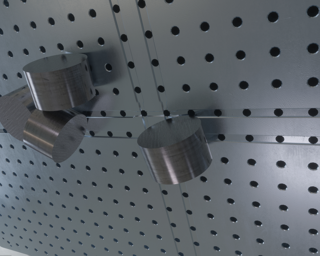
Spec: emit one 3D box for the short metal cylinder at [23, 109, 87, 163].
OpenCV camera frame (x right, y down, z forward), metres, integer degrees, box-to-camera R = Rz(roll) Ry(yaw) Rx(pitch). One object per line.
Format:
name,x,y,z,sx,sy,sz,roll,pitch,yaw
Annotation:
short metal cylinder,-0.153,0.005,0.459,0.050,0.080,0.079,27,128,11

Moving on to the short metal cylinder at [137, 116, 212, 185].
short metal cylinder,0.019,0.025,0.381,0.080,0.080,0.050,-6,115,31

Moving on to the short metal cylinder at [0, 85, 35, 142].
short metal cylinder,-0.208,-0.024,0.490,0.080,0.050,0.079,13,124,21

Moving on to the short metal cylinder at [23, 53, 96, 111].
short metal cylinder,-0.130,-0.062,0.406,0.080,0.080,0.050,7,121,25
